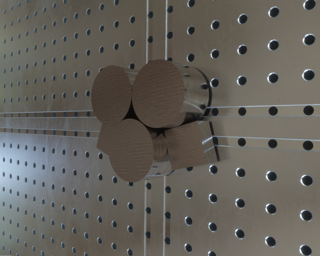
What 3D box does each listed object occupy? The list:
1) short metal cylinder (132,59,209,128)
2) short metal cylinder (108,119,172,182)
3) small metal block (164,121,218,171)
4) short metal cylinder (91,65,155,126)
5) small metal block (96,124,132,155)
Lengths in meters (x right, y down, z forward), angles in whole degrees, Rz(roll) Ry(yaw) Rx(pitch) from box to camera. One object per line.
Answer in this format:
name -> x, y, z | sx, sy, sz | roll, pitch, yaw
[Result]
short metal cylinder -> 0.012, -0.040, 0.378 | 0.080, 0.050, 0.079 | 0, 90, 40
short metal cylinder -> -0.022, 0.028, 0.406 | 0.080, 0.050, 0.079 | 0, 90, 40
small metal block -> 0.037, 0.022, 0.375 | 0.050, 0.025, 0.050 | -18, 79, 38
short metal cylinder -> -0.050, -0.043, 0.429 | 0.080, 0.050, 0.079 | 0, 90, 40
small metal block -> -0.064, 0.015, 0.457 | 0.050, 0.025, 0.050 | 26, 107, 37
